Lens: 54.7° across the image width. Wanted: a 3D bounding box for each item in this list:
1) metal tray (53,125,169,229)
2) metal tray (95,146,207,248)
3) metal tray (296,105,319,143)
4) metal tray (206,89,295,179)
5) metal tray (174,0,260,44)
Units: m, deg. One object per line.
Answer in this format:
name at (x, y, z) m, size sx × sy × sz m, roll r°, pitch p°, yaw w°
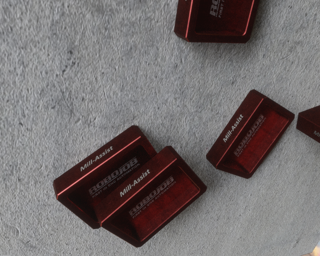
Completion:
metal tray at (-0.060, 0.067, 0.411) m, size 0.130 × 0.030 × 0.090 m, roll -36°, pitch 129°, yaw -5°
metal tray at (-0.009, 0.095, 0.417) m, size 0.130 × 0.030 × 0.090 m, roll -41°, pitch 130°, yaw -1°
metal tray at (0.306, 0.004, 0.509) m, size 0.091 × 0.130 × 0.030 m, roll -18°, pitch 126°, yaw -18°
metal tray at (0.143, 0.014, 0.489) m, size 0.091 × 0.030 × 0.129 m, roll 22°, pitch 107°, yaw -36°
metal tray at (0.070, -0.162, 0.341) m, size 0.091 × 0.030 × 0.129 m, roll -6°, pitch 121°, yaw -25°
